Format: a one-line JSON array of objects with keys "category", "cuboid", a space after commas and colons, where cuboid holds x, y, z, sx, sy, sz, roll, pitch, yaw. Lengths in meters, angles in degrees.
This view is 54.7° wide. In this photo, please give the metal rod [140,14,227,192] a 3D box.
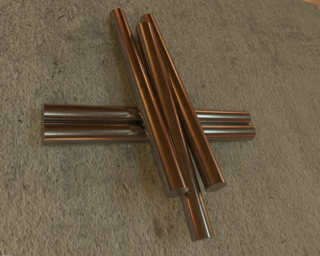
[{"category": "metal rod", "cuboid": [0.021, -0.054, 0.424, 0.025, 0.025, 0.299, 0, 54, -29]}]

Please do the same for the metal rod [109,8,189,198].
[{"category": "metal rod", "cuboid": [-0.024, -0.053, 0.399, 0.025, 0.025, 0.299, 0, 54, -29]}]

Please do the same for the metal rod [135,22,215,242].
[{"category": "metal rod", "cuboid": [0.011, -0.014, 0.388, 0.025, 0.025, 0.299, 0, 62, -29]}]

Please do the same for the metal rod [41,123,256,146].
[{"category": "metal rod", "cuboid": [0.006, 0.007, 0.407, 0.303, 0.025, 0.025, 0, 62, -29]}]

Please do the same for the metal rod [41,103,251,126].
[{"category": "metal rod", "cuboid": [0.002, -0.015, 0.418, 0.303, 0.025, 0.025, 0, 62, -29]}]
